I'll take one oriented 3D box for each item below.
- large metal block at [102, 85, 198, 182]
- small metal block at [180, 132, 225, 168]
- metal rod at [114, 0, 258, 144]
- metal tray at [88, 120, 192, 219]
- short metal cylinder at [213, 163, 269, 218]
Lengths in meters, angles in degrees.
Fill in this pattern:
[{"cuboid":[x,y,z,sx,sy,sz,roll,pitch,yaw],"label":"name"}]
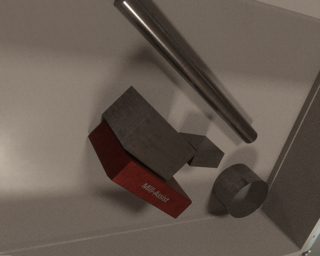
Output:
[{"cuboid":[-0.013,0.006,0.371,0.050,0.080,0.080,-44,130,2],"label":"large metal block"},{"cuboid":[0.055,0.032,0.444,0.050,0.050,0.025,8,114,-33],"label":"small metal block"},{"cuboid":[0.054,-0.058,0.403,0.025,0.025,0.301,-48,130,5],"label":"metal rod"},{"cuboid":[-0.023,0.052,0.387,0.030,0.090,0.130,-45,130,3],"label":"metal tray"},{"cuboid":[0.140,0.109,0.539,0.081,0.050,0.079,-14,125,-21],"label":"short metal cylinder"}]
